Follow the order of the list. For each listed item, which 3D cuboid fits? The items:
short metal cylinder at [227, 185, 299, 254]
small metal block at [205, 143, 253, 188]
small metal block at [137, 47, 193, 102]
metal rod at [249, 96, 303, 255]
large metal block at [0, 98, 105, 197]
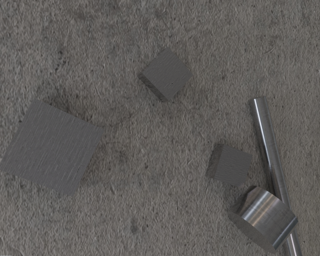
[{"bbox_3d":[0.142,0.127,0.433,0.050,0.080,0.080,-44,104,-15],"label":"short metal cylinder"},{"bbox_3d":[0.099,0.054,0.446,0.050,0.025,0.050,20,83,-19],"label":"small metal block"},{"bbox_3d":[0.007,-0.070,0.412,0.050,0.025,0.050,45,76,-15],"label":"small metal block"},{"bbox_3d":[0.184,0.098,0.477,0.025,0.025,0.298,-17,96,-19],"label":"metal rod"},{"bbox_3d":[-0.121,0.021,0.351,0.080,0.050,0.080,27,81,-18],"label":"large metal block"}]
